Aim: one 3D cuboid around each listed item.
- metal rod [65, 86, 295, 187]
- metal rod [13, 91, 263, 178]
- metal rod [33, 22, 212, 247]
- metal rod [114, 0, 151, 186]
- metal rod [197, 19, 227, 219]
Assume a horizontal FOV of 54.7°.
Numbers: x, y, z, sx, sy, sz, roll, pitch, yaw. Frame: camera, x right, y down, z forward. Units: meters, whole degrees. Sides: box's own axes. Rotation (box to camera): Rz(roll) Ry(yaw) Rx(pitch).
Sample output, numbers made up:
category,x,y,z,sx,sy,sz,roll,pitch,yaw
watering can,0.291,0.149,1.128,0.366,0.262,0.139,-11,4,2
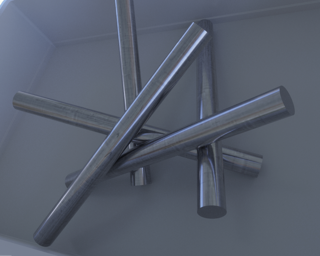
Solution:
category,x,y,z,sx,sy,sz,roll,pitch,yaw
metal rod,-0.010,0.026,0.331,0.299,0.025,0.025,-24,51,38
metal rod,-0.037,0.003,0.360,0.301,0.025,0.025,15,68,13
metal rod,-0.049,0.018,0.338,0.299,0.025,0.025,-52,50,13
metal rod,-0.038,-0.078,0.397,0.025,0.025,0.298,-9,82,23
metal rod,0.056,-0.040,0.364,0.025,0.025,0.300,-13,45,20
